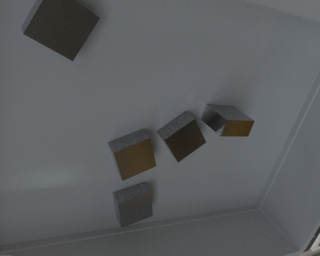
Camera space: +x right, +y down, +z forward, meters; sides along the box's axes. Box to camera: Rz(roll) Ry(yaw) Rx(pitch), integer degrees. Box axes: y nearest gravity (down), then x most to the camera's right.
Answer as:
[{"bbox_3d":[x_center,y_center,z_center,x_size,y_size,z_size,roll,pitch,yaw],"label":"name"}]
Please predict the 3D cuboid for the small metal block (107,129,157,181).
[{"bbox_3d":[-0.036,0.036,0.412,0.050,0.025,0.050,-22,127,-16],"label":"small metal block"}]

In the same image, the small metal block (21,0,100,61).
[{"bbox_3d":[-0.095,-0.101,0.295,0.050,0.025,0.050,27,103,-38],"label":"small metal block"}]

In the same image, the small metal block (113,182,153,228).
[{"bbox_3d":[-0.040,0.114,0.459,0.050,0.025,0.050,-15,125,-20],"label":"small metal block"}]

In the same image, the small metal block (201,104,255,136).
[{"bbox_3d":[0.095,-0.011,0.440,0.050,0.050,0.025,1,118,-29],"label":"small metal block"}]

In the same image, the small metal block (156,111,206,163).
[{"bbox_3d":[0.031,0.012,0.435,0.050,0.025,0.050,-35,129,-5],"label":"small metal block"}]
